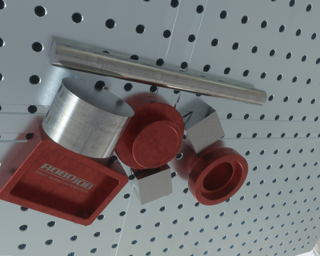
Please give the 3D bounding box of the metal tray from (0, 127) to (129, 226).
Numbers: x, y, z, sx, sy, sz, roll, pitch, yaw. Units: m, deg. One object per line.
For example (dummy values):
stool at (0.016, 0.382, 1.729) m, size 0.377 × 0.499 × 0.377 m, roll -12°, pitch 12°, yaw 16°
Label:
metal tray at (-0.115, 0.065, 0.384) m, size 0.090 × 0.030 × 0.130 m, roll -49°, pitch 129°, yaw 7°

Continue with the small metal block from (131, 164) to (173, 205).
small metal block at (-0.011, 0.078, 0.454) m, size 0.050 × 0.025 × 0.050 m, roll -18°, pitch 126°, yaw -18°

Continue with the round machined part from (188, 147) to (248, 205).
round machined part at (0.087, 0.071, 0.492) m, size 0.099 × 0.042 × 0.097 m, roll -14°, pitch 124°, yaw -21°

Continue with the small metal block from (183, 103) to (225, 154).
small metal block at (0.060, 0.001, 0.445) m, size 0.050 × 0.025 × 0.050 m, roll -33°, pitch 129°, yaw -7°

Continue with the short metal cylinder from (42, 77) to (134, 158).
short metal cylinder at (-0.075, -0.012, 0.327) m, size 0.080 × 0.080 × 0.050 m, roll 19°, pitch 108°, yaw -36°

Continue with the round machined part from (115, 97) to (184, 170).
round machined part at (-0.011, 0.013, 0.401) m, size 0.099 × 0.042 × 0.097 m, roll -13°, pitch 121°, yaw -22°

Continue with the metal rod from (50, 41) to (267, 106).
metal rod at (0.022, -0.060, 0.385) m, size 0.302 × 0.025 × 0.025 m, roll 6°, pitch 115°, yaw -31°
